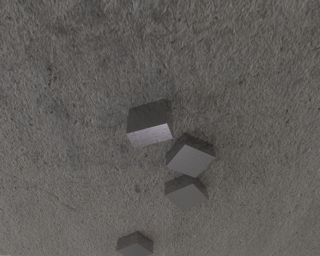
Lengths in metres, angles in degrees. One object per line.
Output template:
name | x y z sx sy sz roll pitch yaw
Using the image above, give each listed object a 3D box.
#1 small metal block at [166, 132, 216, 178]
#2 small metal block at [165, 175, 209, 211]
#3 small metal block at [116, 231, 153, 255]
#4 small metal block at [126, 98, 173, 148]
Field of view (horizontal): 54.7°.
small metal block | 0.043 0.039 0.441 0.050 0.025 0.050 23 126 -19
small metal block | 0.042 0.101 0.494 0.050 0.025 0.050 -27 125 21
small metal block | -0.048 0.230 0.603 0.050 0.025 0.050 -29 125 22
small metal block | -0.012 -0.006 0.385 0.050 0.050 0.025 -14 129 12
